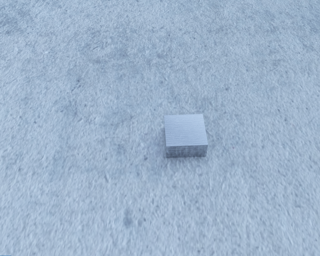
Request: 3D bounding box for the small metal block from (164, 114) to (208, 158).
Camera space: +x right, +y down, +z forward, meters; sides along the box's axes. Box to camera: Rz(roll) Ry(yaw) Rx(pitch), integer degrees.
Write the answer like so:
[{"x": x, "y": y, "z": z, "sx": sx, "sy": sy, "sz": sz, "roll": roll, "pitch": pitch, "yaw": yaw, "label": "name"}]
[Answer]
[{"x": 0.032, "y": 0.010, "z": 0.395, "sx": 0.050, "sy": 0.025, "sz": 0.050, "roll": -2, "pitch": 50, "yaw": -2, "label": "small metal block"}]
